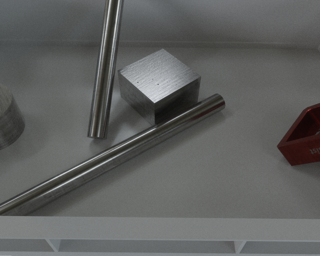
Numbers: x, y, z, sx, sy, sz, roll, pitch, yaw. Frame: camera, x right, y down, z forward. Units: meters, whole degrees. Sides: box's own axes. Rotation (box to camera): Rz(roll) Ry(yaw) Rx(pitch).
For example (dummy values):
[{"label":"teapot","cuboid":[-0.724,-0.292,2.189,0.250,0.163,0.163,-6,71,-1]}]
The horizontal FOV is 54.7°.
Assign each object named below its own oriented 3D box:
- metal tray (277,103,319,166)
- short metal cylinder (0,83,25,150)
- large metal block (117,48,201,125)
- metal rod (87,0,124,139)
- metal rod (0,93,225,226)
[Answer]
[{"label":"metal tray","cuboid":[0.208,-0.005,0.348,0.090,0.130,0.030,-42,97,-30]},{"label":"short metal cylinder","cuboid":[-0.224,-0.014,0.398,0.081,0.050,0.080,0,50,0]},{"label":"large metal block","cuboid":[-0.001,-0.058,0.438,0.081,0.050,0.080,-32,57,-24]},{"label":"metal rod","cuboid":[-0.067,-0.134,0.422,0.025,0.025,0.299,5,80,4]},{"label":"metal rod","cuboid":[-0.041,0.027,0.381,0.302,0.025,0.025,-27,56,-22]}]
